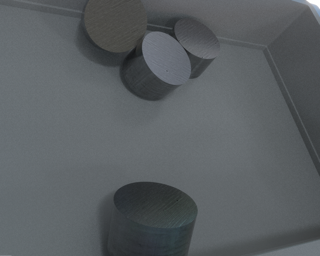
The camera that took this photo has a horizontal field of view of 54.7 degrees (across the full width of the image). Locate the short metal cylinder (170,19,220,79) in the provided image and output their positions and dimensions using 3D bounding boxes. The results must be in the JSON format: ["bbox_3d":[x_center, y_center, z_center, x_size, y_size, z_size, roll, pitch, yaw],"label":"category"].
[{"bbox_3d":[0.047,-0.125,0.491,0.081,0.050,0.080,14,56,-21],"label":"short metal cylinder"}]

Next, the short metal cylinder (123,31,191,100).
[{"bbox_3d":[-0.004,-0.085,0.429,0.081,0.050,0.080,16,61,-32],"label":"short metal cylinder"}]

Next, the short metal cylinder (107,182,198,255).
[{"bbox_3d":[-0.008,0.094,0.302,0.080,0.050,0.080,9,17,-3],"label":"short metal cylinder"}]

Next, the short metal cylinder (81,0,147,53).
[{"bbox_3d":[-0.063,-0.143,0.416,0.081,0.050,0.079,-5,106,-18],"label":"short metal cylinder"}]
